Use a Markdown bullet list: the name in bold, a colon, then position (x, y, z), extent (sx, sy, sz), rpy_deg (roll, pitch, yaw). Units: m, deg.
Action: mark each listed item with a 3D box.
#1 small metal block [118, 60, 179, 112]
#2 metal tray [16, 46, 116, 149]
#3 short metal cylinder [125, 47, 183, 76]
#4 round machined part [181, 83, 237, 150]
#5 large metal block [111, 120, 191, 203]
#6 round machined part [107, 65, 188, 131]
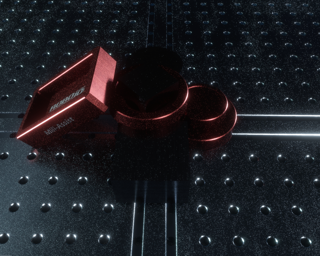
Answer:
- **small metal block**: position (-0.014, -0.048, 0.368), extent (0.050, 0.025, 0.050), rpy_deg (-34, 58, -25)
- **metal tray**: position (-0.117, -0.036, 0.387), extent (0.130, 0.030, 0.090), rpy_deg (-25, 43, 28)
- **short metal cylinder**: position (-0.008, -0.074, 0.453), extent (0.080, 0.050, 0.080), rpy_deg (0, 50, 0)
- **round machined part**: position (0.053, -0.022, 0.414), extent (0.099, 0.042, 0.098), rpy_deg (0, 50, 0)
- **large metal block**: position (-0.009, 0.038, 0.355), extent (0.080, 0.050, 0.080), rpy_deg (1, 50, 0)
- **round machined part**: position (-0.015, -0.033, 0.386), extent (0.099, 0.042, 0.098), rpy_deg (0, 50, 0)
